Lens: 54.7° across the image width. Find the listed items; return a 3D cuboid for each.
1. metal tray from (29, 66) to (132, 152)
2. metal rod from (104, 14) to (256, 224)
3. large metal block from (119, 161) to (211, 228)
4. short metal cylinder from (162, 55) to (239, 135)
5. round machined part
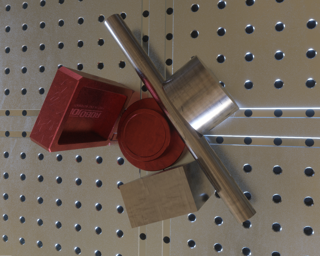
[{"bbox_3d":[-0.091,-0.020,0.388,0.030,0.130,0.090,29,99,17],"label":"metal tray"},{"bbox_3d":[0.019,-0.020,0.383,0.025,0.025,0.299,-37,79,16],"label":"metal rod"},{"bbox_3d":[0.010,0.077,0.379,0.080,0.080,0.050,-20,84,18],"label":"large metal block"},{"bbox_3d":[0.048,-0.039,0.365,0.050,0.080,0.080,-39,78,16],"label":"short metal cylinder"},{"bbox_3d":[-0.013,0.009,0.407,0.098,0.042,0.097,0,90,19],"label":"round machined part"}]
